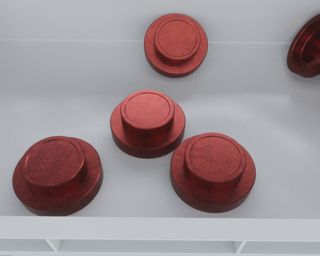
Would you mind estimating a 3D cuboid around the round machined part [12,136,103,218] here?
[{"bbox_3d":[-0.117,0.047,0.353,0.099,0.042,0.098,0,50,0],"label":"round machined part"}]

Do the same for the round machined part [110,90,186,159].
[{"bbox_3d":[-0.016,-0.012,0.404,0.099,0.042,0.098,0,50,0],"label":"round machined part"}]

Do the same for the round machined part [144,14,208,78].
[{"bbox_3d":[0.025,-0.129,0.474,0.099,0.042,0.097,0,83,-3],"label":"round machined part"}]

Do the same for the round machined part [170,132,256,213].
[{"bbox_3d":[0.061,0.044,0.358,0.099,0.042,0.098,0,50,0],"label":"round machined part"}]

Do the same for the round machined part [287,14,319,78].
[{"bbox_3d":[0.244,-0.121,0.469,0.042,0.097,0.098,21,49,-15],"label":"round machined part"}]
